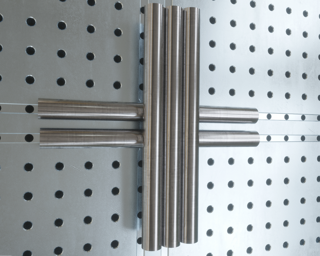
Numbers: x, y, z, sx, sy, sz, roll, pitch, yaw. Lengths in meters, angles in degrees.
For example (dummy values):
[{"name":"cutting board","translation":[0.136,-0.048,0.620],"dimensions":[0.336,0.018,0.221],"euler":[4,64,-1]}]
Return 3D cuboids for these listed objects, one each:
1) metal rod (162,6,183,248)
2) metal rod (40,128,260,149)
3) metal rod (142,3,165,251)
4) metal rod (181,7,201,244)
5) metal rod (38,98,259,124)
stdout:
[{"name":"metal rod","translation":[0.015,-0.002,0.393],"dimensions":[0.025,0.025,0.298],"euler":[1,90,-20]},{"name":"metal rod","translation":[0.001,0.014,0.414],"dimensions":[0.303,0.025,0.025],"euler":[1,90,-21]},{"name":"metal rod","translation":[-0.009,-0.001,0.384],"dimensions":[0.025,0.025,0.298],"euler":[1,90,-20]},{"name":"metal rod","translation":[0.038,-0.003,0.402],"dimensions":[0.025,0.025,0.298],"euler":[1,90,-20]},{"name":"metal rod","translation":[0.000,-0.020,0.414],"dimensions":[0.303,0.025,0.025],"euler":[1,90,-21]}]
